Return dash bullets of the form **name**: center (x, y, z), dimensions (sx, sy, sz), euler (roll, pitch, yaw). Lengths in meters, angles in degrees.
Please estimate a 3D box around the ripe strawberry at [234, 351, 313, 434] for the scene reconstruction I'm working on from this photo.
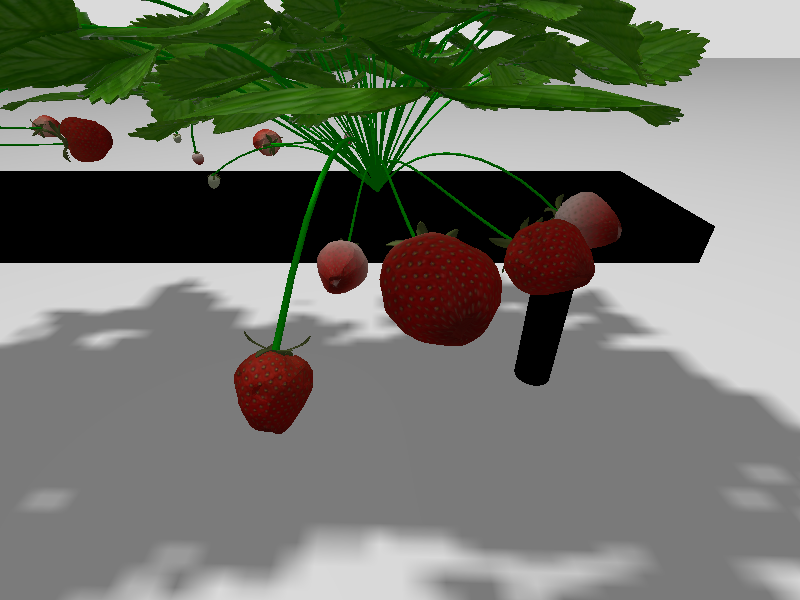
- **ripe strawberry**: center (-0.042, 0.030, 0.133), dimensions (0.024, 0.027, 0.028), euler (3, -9, 4)

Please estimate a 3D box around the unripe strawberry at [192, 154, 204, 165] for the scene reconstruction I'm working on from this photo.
- **unripe strawberry**: center (-0.211, -0.147, 0.420), dimensions (0.011, 0.011, 0.011), euler (13, 35, 19)

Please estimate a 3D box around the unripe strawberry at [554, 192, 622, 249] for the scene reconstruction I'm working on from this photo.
- **unripe strawberry**: center (0.116, -0.046, 0.246), dimensions (0.038, 0.037, 0.035), euler (26, 41, 33)

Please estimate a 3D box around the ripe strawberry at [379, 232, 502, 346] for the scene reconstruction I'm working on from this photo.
- **ripe strawberry**: center (0.018, -0.003, 0.166), dimensions (0.052, 0.045, 0.052), euler (-6, 34, -9)

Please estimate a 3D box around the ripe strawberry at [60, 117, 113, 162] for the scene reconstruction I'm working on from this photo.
- **ripe strawberry**: center (-0.334, -0.172, 0.430), dimensions (0.044, 0.046, 0.040), euler (-22, 39, -31)

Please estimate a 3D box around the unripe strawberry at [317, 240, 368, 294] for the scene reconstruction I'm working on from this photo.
- **unripe strawberry**: center (-0.030, -0.015, 0.205), dimensions (0.026, 0.028, 0.028), euler (2, 33, 3)

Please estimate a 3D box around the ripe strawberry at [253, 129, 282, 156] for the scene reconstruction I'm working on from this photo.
- **ripe strawberry**: center (-0.153, -0.181, 0.458), dimensions (0.029, 0.029, 0.032), euler (28, 42, 37)

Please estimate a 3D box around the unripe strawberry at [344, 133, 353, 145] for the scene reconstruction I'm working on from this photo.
- **unripe strawberry**: center (-0.064, -0.200, 0.498), dimensions (0.013, 0.014, 0.015), euler (-8, 34, -12)

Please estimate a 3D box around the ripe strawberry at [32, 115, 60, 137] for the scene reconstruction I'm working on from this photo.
- **ripe strawberry**: center (-0.479, -0.237, 0.546), dimensions (0.032, 0.028, 0.033), euler (-1, 32, -2)

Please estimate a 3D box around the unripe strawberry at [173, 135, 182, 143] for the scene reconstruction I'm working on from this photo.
- **unripe strawberry**: center (-0.279, -0.202, 0.502), dimensions (0.010, 0.010, 0.011), euler (-27, 42, -35)

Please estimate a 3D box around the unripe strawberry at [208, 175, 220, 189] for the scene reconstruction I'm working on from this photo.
- **unripe strawberry**: center (-0.168, -0.106, 0.361), dimensions (0.010, 0.012, 0.012), euler (13, 33, -3)

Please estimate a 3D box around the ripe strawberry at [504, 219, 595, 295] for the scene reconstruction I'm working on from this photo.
- **ripe strawberry**: center (0.074, -0.019, 0.198), dimensions (0.043, 0.039, 0.039), euler (-16, 37, -24)
